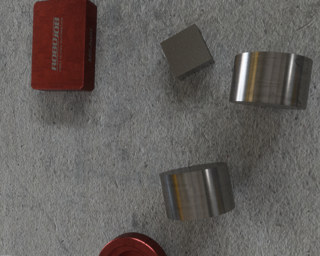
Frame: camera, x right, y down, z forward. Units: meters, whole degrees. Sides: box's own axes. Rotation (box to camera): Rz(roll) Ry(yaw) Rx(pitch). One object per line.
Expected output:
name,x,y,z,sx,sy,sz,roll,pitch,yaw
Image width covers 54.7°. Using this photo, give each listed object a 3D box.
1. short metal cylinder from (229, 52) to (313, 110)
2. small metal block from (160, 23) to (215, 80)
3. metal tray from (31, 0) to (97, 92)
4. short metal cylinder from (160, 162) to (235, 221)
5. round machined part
short metal cylinder,0.119,-0.049,0.338,0.080,0.080,0.050,8,93,20
small metal block,0.035,-0.096,0.397,0.050,0.025,0.050,-26,82,18
metal tray,-0.142,-0.120,0.456,0.090,0.030,0.129,2,91,19
short metal cylinder,0.043,0.072,0.364,0.080,0.080,0.050,-11,86,19
round machined part,-0.031,0.187,0.411,0.098,0.042,0.097,0,90,20
